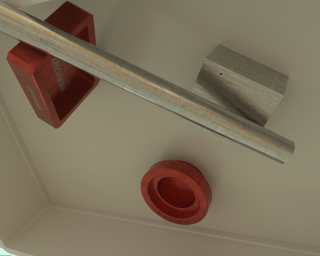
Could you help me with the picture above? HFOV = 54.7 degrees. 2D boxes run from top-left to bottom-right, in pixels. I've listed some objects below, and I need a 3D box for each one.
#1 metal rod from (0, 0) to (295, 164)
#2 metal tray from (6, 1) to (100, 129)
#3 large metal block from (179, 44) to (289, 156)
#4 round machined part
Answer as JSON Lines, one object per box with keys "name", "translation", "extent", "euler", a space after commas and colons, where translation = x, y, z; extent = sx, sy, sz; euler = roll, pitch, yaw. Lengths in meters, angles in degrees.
{"name": "metal rod", "translation": [-0.012, -0.039, 0.284], "extent": [0.301, 0.025, 0.025], "euler": [25, 129, -7]}
{"name": "metal tray", "translation": [-0.111, -0.064, 0.351], "extent": [0.030, 0.090, 0.129], "euler": [32, 156, 7]}
{"name": "large metal block", "translation": [0.077, -0.031, 0.332], "extent": [0.080, 0.050, 0.079], "euler": [28, 128, 10]}
{"name": "round machined part", "translation": [0.026, 0.085, 0.435], "extent": [0.098, 0.042, 0.097], "euler": [13, 124, 20]}
